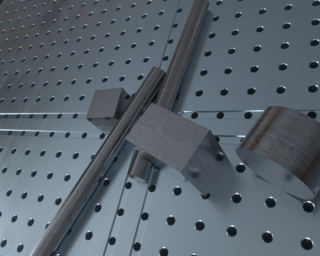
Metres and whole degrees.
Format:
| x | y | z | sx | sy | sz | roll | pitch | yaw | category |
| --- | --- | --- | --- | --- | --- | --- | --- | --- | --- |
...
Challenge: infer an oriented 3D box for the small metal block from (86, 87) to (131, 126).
| x | y | z | sx | sy | sz | roll | pitch | yaw | category |
| --- | --- | --- | --- | --- | --- | --- | --- | --- | --- |
| -0.077 | -0.031 | 0.466 | 0.050 | 0.025 | 0.050 | -2 | 61 | 27 | small metal block |

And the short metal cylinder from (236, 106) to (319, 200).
| x | y | z | sx | sy | sz | roll | pitch | yaw | category |
| --- | --- | --- | --- | --- | --- | --- | --- | --- | --- |
| 0.121 | 0.024 | 0.295 | 0.080 | 0.080 | 0.050 | 31 | 79 | 37 | short metal cylinder |

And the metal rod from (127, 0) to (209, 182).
| x | y | z | sx | sy | sz | roll | pitch | yaw | category |
| --- | --- | --- | --- | --- | --- | --- | --- | --- | --- |
| 0.018 | -0.068 | 0.439 | 0.025 | 0.025 | 0.300 | 7 | 65 | 31 | metal rod |

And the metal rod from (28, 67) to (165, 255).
| x | y | z | sx | sy | sz | roll | pitch | yaw | category |
| --- | --- | --- | --- | --- | --- | --- | --- | --- | --- |
| -0.076 | 0.041 | 0.421 | 0.025 | 0.025 | 0.300 | 21 | 73 | 35 | metal rod |

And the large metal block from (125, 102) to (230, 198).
| x | y | z | sx | sy | sz | roll | pitch | yaw | category |
| --- | --- | --- | --- | --- | --- | --- | --- | --- | --- |
| 0.021 | 0.025 | 0.345 | 0.080 | 0.080 | 0.050 | 28 | 77 | 37 | large metal block |
